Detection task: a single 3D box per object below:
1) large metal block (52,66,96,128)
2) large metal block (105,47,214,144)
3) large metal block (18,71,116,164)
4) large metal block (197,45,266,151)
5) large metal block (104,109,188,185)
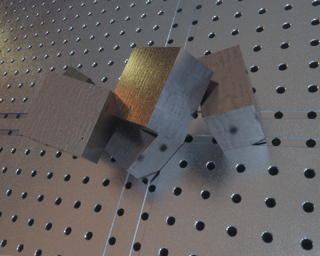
[{"bbox_3d":[-0.119,-0.028,0.450,0.050,0.080,0.080,34,81,38],"label":"large metal block"},{"bbox_3d":[-0.003,-0.037,0.326,0.080,0.050,0.080,19,84,51],"label":"large metal block"},{"bbox_3d":[-0.103,-0.011,0.367,0.080,0.050,0.080,18,77,13],"label":"large metal block"},{"bbox_3d":[0.080,-0.031,0.349,0.050,0.080,0.080,-15,56,19],"label":"large metal block"},{"bbox_3d":[-0.026,0.011,0.397,0.080,0.050,0.080,-48,52,-6],"label":"large metal block"}]
